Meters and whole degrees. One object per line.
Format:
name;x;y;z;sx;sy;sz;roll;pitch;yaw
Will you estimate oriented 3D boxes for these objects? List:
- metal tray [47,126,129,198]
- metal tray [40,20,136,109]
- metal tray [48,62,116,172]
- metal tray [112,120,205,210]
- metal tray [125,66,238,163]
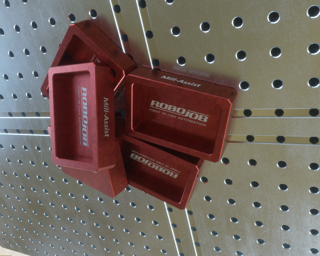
metal tray;-0.111;0.044;0.472;0.130;0.030;0.089;16;127;36
metal tray;-0.101;-0.066;0.420;0.090;0.030;0.129;43;129;-1
metal tray;-0.101;-0.015;0.397;0.090;0.030;0.129;2;96;35
metal tray;-0.009;0.053;0.445;0.130;0.030;0.089;23;128;14
metal tray;0.021;-0.017;0.385;0.130;0.030;0.089;17;126;18
